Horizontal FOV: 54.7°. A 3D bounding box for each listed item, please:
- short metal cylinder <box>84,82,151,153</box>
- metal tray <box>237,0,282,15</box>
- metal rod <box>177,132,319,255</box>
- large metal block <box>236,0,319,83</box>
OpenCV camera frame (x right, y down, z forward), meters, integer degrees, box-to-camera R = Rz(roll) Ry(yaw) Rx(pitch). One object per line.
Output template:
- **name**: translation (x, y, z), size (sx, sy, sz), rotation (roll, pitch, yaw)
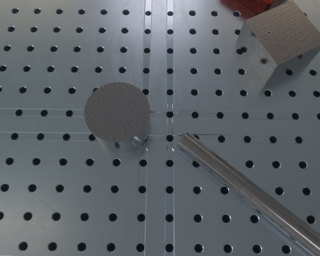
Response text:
- **short metal cylinder**: translation (-0.052, -0.012, 0.403), size (0.081, 0.050, 0.080), rotation (0, 70, 0)
- **metal tray**: translation (0.175, -0.250, 0.501), size (0.090, 0.030, 0.130), rotation (41, 75, 13)
- **metal rod**: translation (0.144, 0.106, 0.373), size (0.300, 0.025, 0.025), rotation (39, 75, 13)
- **large metal block**: translation (0.171, -0.123, 0.445), size (0.080, 0.050, 0.080), rotation (-26, 72, -9)
